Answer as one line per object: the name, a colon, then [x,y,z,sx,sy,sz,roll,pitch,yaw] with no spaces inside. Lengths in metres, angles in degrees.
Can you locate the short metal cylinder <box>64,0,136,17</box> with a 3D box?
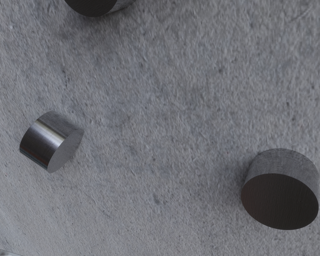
short metal cylinder: [-0.062,-0.162,0.322,0.080,0.050,0.079,13,124,20]

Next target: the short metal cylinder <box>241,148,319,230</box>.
short metal cylinder: [0.140,0.071,0.360,0.080,0.050,0.079,13,124,20]

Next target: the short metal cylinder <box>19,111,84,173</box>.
short metal cylinder: [-0.161,0.021,0.467,0.050,0.080,0.079,34,129,6]
